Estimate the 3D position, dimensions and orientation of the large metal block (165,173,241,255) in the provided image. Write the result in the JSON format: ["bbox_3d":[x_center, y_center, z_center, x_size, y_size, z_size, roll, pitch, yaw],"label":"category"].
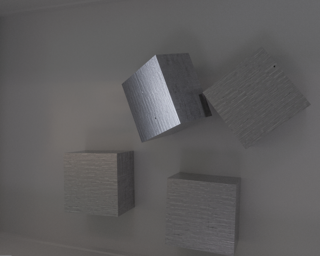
[{"bbox_3d":[0.054,0.100,0.378,0.080,0.050,0.080,2,91,20],"label":"large metal block"}]

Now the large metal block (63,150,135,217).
[{"bbox_3d":[-0.083,0.073,0.426,0.080,0.050,0.080,-1,90,20],"label":"large metal block"}]

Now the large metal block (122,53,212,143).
[{"bbox_3d":[0.006,-0.035,0.376,0.080,0.050,0.080,-28,79,51],"label":"large metal block"}]

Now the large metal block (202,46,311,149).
[{"bbox_3d":[0.110,-0.032,0.358,0.080,0.050,0.080,-38,78,16],"label":"large metal block"}]
